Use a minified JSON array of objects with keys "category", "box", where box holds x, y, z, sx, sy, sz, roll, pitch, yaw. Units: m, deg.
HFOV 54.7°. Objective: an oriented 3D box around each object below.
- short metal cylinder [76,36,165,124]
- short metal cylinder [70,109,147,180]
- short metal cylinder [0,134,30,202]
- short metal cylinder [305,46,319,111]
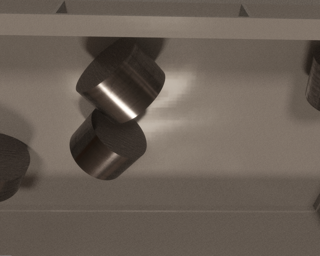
[{"category":"short metal cylinder","box":[-0.042,-0.051,0.329,0.080,0.080,0.050,-30,124,22]},{"category":"short metal cylinder","box":[-0.064,0.018,0.388,0.080,0.080,0.050,32,123,-25]},{"category":"short metal cylinder","box":[-0.223,0.053,0.415,0.080,0.080,0.050,23,126,-19]},{"category":"short metal cylinder","box":[0.204,-0.053,0.331,0.080,0.080,0.050,-5,130,4]}]
